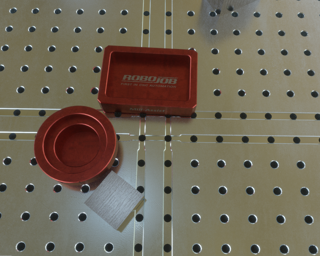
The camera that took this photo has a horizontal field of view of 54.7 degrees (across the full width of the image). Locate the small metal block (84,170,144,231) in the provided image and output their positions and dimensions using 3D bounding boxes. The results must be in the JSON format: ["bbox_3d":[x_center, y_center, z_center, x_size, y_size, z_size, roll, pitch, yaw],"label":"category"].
[{"bbox_3d":[-0.054,0.089,0.379,0.050,0.025,0.050,36,74,12],"label":"small metal block"}]

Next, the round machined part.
[{"bbox_3d":[-0.102,0.025,0.393,0.099,0.042,0.098,0,70,-1],"label":"round machined part"}]

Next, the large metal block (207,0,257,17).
[{"bbox_3d":[0.118,-0.227,0.467,0.080,0.080,0.050,-27,73,-10],"label":"large metal block"}]

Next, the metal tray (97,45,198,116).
[{"bbox_3d":[-0.015,-0.066,0.433,0.131,0.030,0.090,3,70,0],"label":"metal tray"}]
